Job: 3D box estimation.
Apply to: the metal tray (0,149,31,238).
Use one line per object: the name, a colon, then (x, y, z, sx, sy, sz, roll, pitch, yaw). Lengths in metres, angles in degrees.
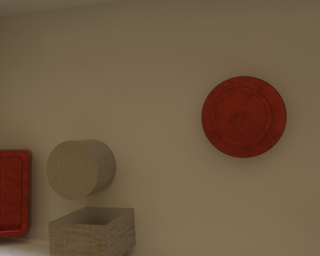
metal tray: (-0.245, 0.098, 0.467, 0.091, 0.030, 0.129, 1, 90, -16)

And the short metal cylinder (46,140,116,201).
short metal cylinder: (-0.109, 0.056, 0.434, 0.080, 0.050, 0.079, 0, 90, 19)

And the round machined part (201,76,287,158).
round machined part: (0.097, -0.013, 0.367, 0.098, 0.042, 0.097, 0, 90, 19)

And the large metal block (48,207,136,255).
large metal block: (-0.087, 0.140, 0.411, 0.080, 0.080, 0.050, -4, 89, 19)
